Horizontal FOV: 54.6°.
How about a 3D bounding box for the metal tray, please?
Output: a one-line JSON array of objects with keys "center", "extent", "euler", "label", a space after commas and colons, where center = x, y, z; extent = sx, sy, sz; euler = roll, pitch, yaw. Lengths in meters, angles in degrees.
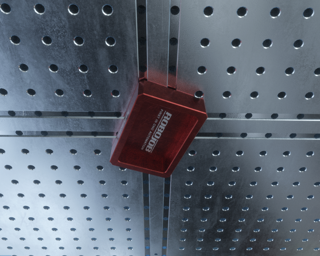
[{"center": [-0.006, 0.007, 0.414], "extent": [0.091, 0.030, 0.129], "euler": [16, 129, -14], "label": "metal tray"}]
